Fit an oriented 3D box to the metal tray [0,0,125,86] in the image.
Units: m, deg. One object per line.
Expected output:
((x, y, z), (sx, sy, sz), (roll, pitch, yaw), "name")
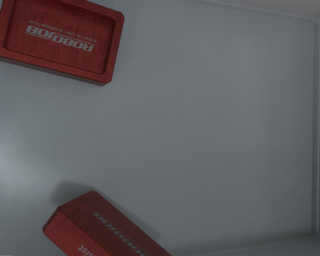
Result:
((-0.115, -0.109, 0.365), (0.131, 0.030, 0.090), (12, 86, -20), "metal tray")

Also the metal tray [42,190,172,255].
((-0.049, 0.127, 0.332), (0.130, 0.090, 0.030), (38, 96, 8), "metal tray")
